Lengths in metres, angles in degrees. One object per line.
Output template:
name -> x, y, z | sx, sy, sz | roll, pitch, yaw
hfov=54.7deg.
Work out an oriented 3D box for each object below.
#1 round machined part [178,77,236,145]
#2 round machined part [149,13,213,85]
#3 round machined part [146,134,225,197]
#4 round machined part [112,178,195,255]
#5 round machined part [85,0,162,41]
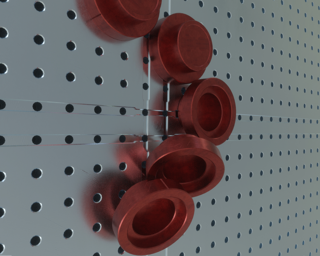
round machined part -> 0.065, -0.023, 0.455 | 0.099, 0.042, 0.097 | -1, 92, -40
round machined part -> 0.036, -0.110, 0.430 | 0.099, 0.042, 0.097 | 0, 90, -40
round machined part -> 0.031, 0.046, 0.403 | 0.098, 0.098, 0.042 | 39, 26, -34
round machined part -> -0.011, 0.101, 0.374 | 0.099, 0.042, 0.097 | -13, 122, -23
round machined part -> -0.037, -0.158, 0.369 | 0.099, 0.042, 0.097 | 0, 90, -41
